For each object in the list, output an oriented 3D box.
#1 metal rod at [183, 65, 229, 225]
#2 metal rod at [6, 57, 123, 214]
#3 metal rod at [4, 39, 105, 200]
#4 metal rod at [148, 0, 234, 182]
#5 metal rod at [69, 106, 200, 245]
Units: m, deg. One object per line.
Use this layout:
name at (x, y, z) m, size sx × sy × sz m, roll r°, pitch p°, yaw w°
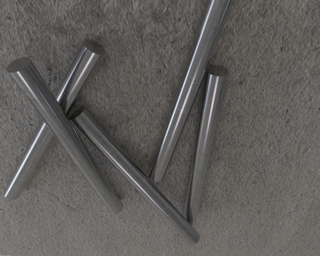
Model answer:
metal rod at (0.058, 0.048, 0.448) m, size 0.025 × 0.025 × 0.298 m, roll 2°, pitch 130°, yaw -2°
metal rod at (-0.106, 0.036, 0.412) m, size 0.025 × 0.025 × 0.299 m, roll -10°, pitch 137°, yaw 8°
metal rod at (-0.153, 0.008, 0.412) m, size 0.025 × 0.025 × 0.298 m, roll 27°, pitch 125°, yaw -21°
metal rod at (0.031, -0.039, 0.374) m, size 0.025 × 0.025 × 0.298 m, roll 11°, pitch 129°, yaw -9°
metal rod at (-0.024, 0.085, 0.461) m, size 0.025 × 0.025 × 0.300 m, roll -26°, pitch 120°, yaw 20°
